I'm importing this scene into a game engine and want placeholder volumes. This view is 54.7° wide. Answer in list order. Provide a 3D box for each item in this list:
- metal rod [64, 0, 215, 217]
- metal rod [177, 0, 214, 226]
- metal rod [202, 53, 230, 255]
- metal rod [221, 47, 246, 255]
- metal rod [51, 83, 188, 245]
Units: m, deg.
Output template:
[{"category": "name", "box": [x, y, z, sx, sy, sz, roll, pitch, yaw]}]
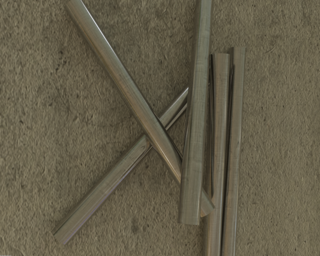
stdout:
[{"category": "metal rod", "box": [-0.023, -0.022, 0.378, 0.025, 0.025, 0.299, -33, 93, -17]}, {"category": "metal rod", "box": [0.047, -0.035, 0.387, 0.025, 0.025, 0.299, 13, 71, -20]}, {"category": "metal rod", "box": [0.075, 0.052, 0.422, 0.025, 0.025, 0.298, 0, 96, -20]}, {"category": "metal rod", "box": [0.104, 0.034, 0.447, 0.025, 0.025, 0.298, 4, 89, -20]}, {"category": "metal rod", "box": [-0.021, 0.022, 0.401, 0.025, 0.025, 0.301, 46, 76, -14]}]
